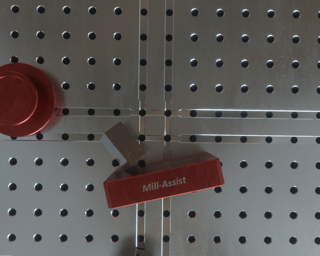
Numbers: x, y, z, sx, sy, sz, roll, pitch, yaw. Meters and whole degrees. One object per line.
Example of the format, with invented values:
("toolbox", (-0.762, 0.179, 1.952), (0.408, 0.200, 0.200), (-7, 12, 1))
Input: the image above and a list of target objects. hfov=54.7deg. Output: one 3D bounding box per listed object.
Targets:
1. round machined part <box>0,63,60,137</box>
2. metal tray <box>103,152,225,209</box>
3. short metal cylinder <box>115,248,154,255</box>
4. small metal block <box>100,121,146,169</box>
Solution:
("round machined part", (-0.186, -0.037, 0.402), (0.099, 0.042, 0.097), (0, 90, -1))
("metal tray", (0.004, 0.061, 0.381), (0.131, 0.090, 0.030), (-12, 90, -1))
("short metal cylinder", (-0.035, 0.206, 0.401), (0.081, 0.050, 0.079), (0, 90, -1))
("small metal block", (-0.049, 0.024, 0.397), (0.025, 0.050, 0.050), (-39, 91, -21))
